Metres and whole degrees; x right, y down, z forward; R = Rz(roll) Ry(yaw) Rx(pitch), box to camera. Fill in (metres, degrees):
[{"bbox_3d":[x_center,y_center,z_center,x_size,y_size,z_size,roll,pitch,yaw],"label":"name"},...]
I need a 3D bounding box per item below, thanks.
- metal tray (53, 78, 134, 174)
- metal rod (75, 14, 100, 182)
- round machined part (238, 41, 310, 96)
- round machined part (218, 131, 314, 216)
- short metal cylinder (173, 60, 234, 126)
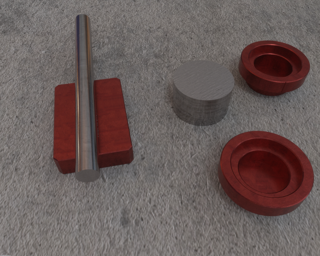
[{"bbox_3d":[-0.089,-0.008,0.406,0.091,0.030,0.130,-9,51,-8],"label":"metal tray"},{"bbox_3d":[-0.101,-0.063,0.415,0.025,0.025,0.300,-8,50,-7],"label":"metal rod"},{"bbox_3d":[0.168,-0.086,0.467,0.099,0.042,0.098,0,50,0],"label":"round machined part"},{"bbox_3d":[0.114,0.053,0.349,0.099,0.042,0.098,0,50,0],"label":"round machined part"},{"bbox_3d":[0.058,-0.049,0.429,0.081,0.050,0.080,0,50,0],"label":"short metal cylinder"}]
